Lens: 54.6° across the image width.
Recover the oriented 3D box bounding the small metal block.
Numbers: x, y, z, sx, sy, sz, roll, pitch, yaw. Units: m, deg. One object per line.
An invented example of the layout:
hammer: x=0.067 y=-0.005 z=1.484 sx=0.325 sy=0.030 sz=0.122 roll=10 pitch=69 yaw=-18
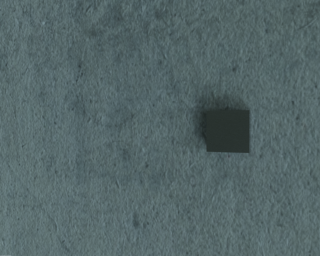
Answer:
small metal block: x=0.084 y=0.004 z=0.379 sx=0.050 sy=0.025 sz=0.050 roll=0 pitch=90 yaw=20
